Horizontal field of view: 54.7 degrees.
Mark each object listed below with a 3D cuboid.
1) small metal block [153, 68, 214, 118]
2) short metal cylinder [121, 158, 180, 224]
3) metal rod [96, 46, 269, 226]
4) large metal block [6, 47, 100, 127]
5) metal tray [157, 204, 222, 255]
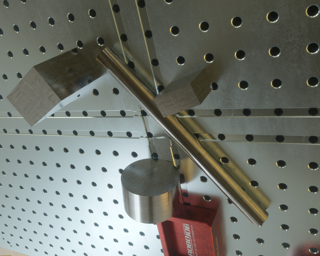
[{"bbox_3d":[0.028,-0.041,0.355,0.050,0.050,0.025,-19,108,35],"label":"small metal block"},{"bbox_3d":[-0.013,0.087,0.436,0.080,0.080,0.050,12,124,21],"label":"short metal cylinder"},{"bbox_3d":[0.032,0.013,0.402,0.300,0.025,0.025,46,129,-5],"label":"metal rod"},{"bbox_3d":[-0.142,-0.055,0.417,0.080,0.080,0.050,-30,102,38],"label":"large metal block"},{"bbox_3d":[0.048,0.182,0.495,0.090,0.030,0.129,3,120,26],"label":"metal tray"}]
